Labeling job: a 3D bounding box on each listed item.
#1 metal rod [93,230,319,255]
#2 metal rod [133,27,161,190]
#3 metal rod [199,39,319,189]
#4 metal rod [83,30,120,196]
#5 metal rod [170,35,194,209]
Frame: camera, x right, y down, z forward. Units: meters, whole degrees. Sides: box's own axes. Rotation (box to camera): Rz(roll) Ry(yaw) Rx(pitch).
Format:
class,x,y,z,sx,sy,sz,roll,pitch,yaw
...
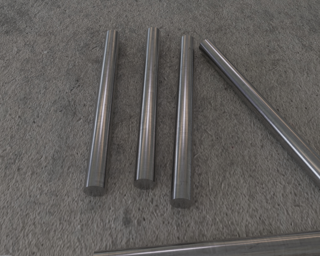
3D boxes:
class,x,y,z,sx,sy,sz,roll,pitch,yaw
metal rod,0.089,0.119,0.303,0.302,0.025,0.025,-4,50,-4
metal rod,-0.014,-0.051,0.445,0.025,0.025,0.300,1,50,1
metal rod,0.137,-0.033,0.431,0.025,0.025,0.300,-19,53,-15
metal rod,-0.077,-0.045,0.439,0.025,0.025,0.300,-1,50,-1
metal rod,0.035,-0.033,0.430,0.025,0.025,0.300,3,50,3
